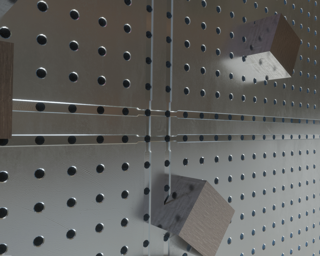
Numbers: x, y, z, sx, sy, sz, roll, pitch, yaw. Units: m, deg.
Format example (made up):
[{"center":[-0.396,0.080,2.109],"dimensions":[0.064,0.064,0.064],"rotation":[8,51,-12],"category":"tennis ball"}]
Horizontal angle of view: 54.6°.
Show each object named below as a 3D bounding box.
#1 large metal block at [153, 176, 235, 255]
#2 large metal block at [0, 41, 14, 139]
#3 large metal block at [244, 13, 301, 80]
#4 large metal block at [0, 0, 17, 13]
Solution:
[{"center":[0.050,0.126,0.434],"dimensions":[0.080,0.050,0.080],"rotation":[47,62,-30],"category":"large metal block"},{"center":[-0.169,-0.032,0.251],"dimensions":[0.081,0.050,0.080],"rotation":[1,89,-40],"category":"large metal block"},{"center":[0.206,-0.145,0.563],"dimensions":[0.080,0.050,0.080],"rotation":[33,70,-35],"category":"large metal block"},{"center":[-0.158,-0.157,0.260],"dimensions":[0.081,0.050,0.080],"rotation":[14,81,-39],"category":"large metal block"}]
